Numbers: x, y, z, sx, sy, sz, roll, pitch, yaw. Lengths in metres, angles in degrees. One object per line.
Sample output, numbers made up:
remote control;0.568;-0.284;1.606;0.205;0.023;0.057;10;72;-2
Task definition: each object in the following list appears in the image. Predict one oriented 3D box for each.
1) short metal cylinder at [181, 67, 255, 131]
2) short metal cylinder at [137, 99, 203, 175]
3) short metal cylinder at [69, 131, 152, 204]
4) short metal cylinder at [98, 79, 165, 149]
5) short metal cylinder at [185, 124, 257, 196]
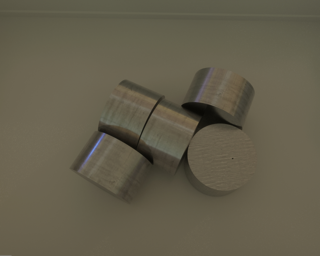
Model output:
short metal cylinder;0.072;-0.032;0.391;0.080;0.080;0.050;22;72;7
short metal cylinder;0.012;0.011;0.375;0.050;0.080;0.080;25;72;8
short metal cylinder;-0.056;0.047;0.361;0.080;0.080;0.050;28;72;9
short metal cylinder;-0.034;-0.013;0.383;0.050;0.080;0.080;24;72;8
short metal cylinder;0.072;0.040;0.380;0.081;0.050;0.080;0;70;0
